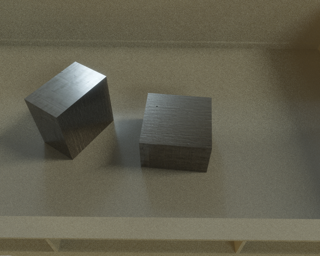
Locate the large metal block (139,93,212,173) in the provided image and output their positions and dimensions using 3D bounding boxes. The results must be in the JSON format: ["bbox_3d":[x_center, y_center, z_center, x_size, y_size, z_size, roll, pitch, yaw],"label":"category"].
[{"bbox_3d":[0.021,0.005,0.385,0.080,0.050,0.080,5,50,3],"label":"large metal block"}]

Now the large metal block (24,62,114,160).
[{"bbox_3d":[-0.107,-0.021,0.386,0.050,0.080,0.080,27,55,21],"label":"large metal block"}]
